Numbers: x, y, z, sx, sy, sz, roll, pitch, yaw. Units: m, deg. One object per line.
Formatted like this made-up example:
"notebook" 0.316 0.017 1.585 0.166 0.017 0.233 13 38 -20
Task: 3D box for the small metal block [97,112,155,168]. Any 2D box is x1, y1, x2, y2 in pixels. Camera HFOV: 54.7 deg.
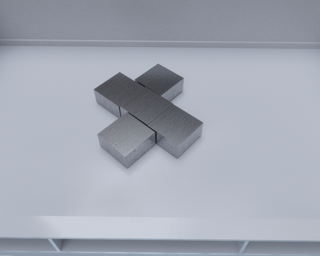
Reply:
"small metal block" -0.042 0.014 0.391 0.050 0.025 0.050 35 59 26

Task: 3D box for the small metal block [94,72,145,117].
"small metal block" -0.057 -0.047 0.442 0.050 0.025 0.050 34 58 25

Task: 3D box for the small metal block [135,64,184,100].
"small metal block" -0.001 -0.063 0.455 0.050 0.025 0.050 34 57 25

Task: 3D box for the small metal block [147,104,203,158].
"small metal block" 0.020 0.003 0.400 0.050 0.025 0.050 34 58 25

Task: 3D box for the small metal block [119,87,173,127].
"small metal block" -0.018 -0.023 0.420 0.050 0.025 0.050 34 58 25
